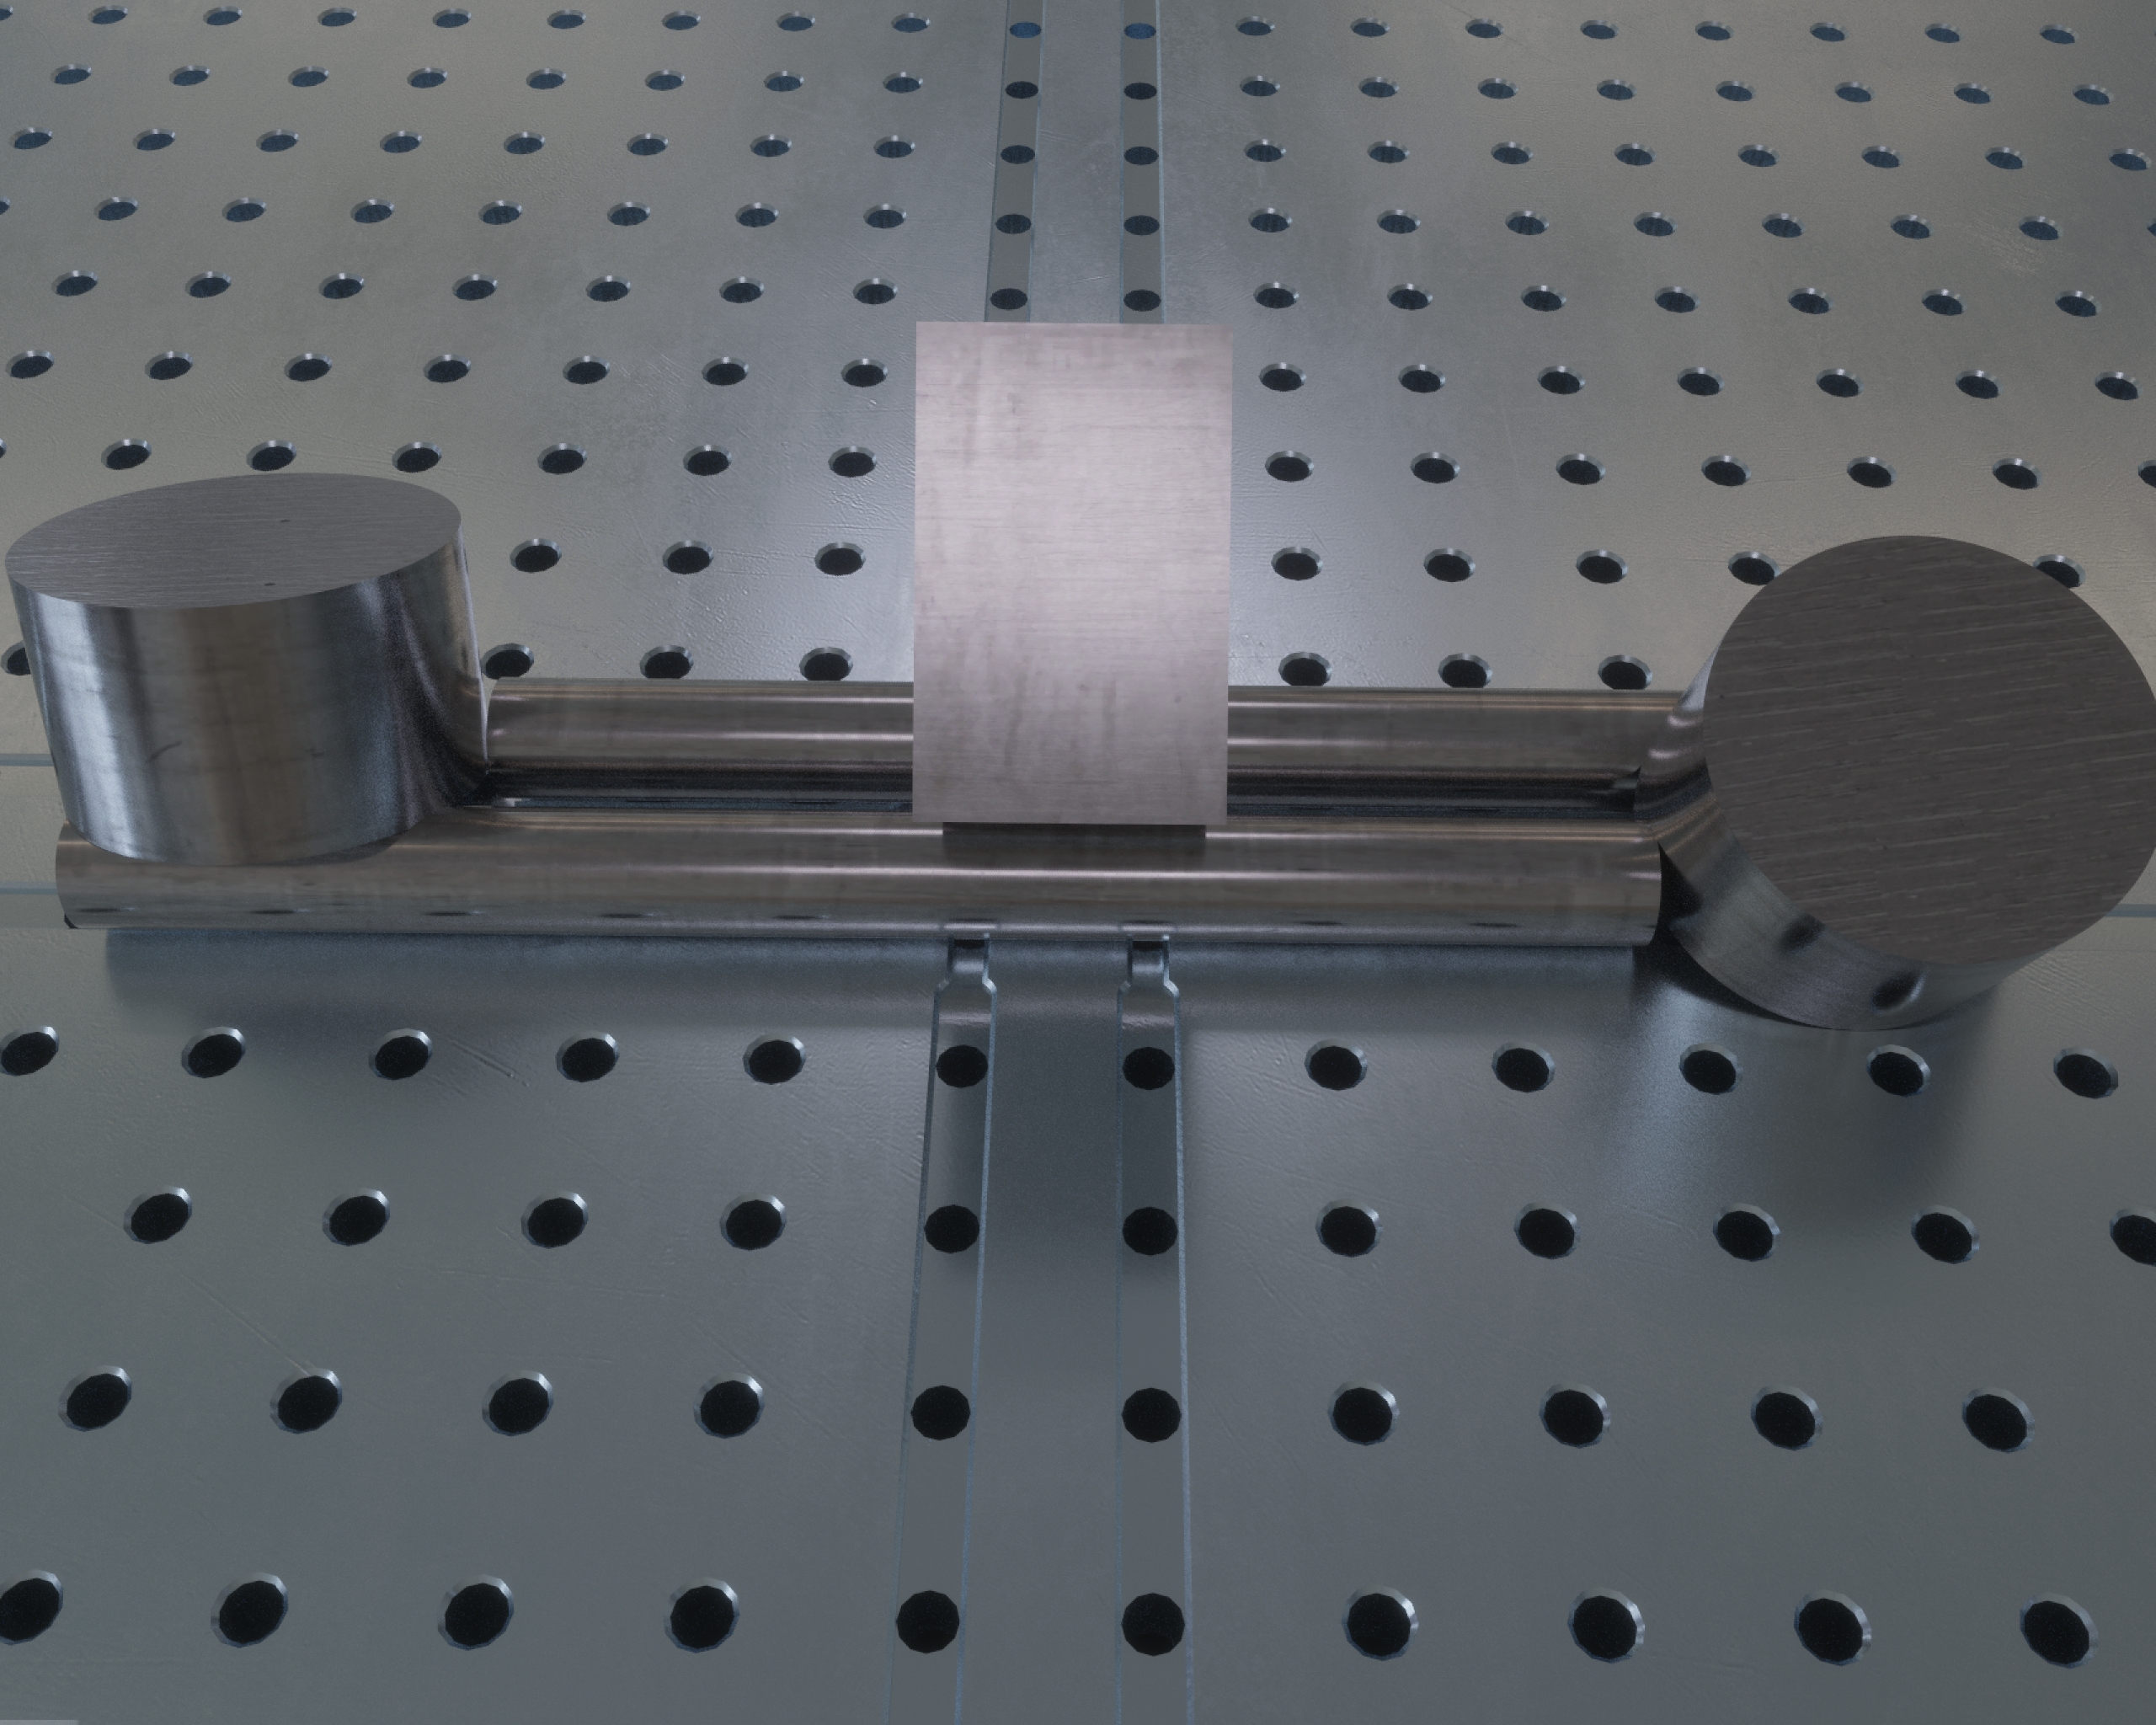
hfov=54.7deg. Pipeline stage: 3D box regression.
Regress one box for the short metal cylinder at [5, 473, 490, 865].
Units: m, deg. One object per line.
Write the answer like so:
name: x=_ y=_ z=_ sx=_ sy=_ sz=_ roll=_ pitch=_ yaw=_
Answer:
short metal cylinder: x=-0.158 y=-0.040 z=0.405 sx=0.081 sy=0.050 sz=0.080 roll=0 pitch=27 yaw=0

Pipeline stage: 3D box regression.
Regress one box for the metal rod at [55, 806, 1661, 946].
metal rod: x=-0.041 y=0.002 z=0.404 sx=0.302 sy=0.025 sz=0.025 roll=1 pitch=50 yaw=0

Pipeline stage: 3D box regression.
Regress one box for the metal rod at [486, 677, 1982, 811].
metal rod: x=0.033 y=-0.024 z=0.427 sx=0.302 sy=0.025 sz=0.025 roll=1 pitch=50 yaw=0

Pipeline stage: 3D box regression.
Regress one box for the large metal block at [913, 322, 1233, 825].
large metal block: x=0.000 y=-0.048 z=0.373 sx=0.050 sy=0.080 sz=0.079 roll=1 pitch=92 yaw=0

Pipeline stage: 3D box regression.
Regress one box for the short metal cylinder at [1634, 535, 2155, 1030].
short metal cylinder: x=0.149 y=-0.013 z=0.386 sx=0.081 sy=0.050 sz=0.080 roll=0 pitch=72 yaw=0
